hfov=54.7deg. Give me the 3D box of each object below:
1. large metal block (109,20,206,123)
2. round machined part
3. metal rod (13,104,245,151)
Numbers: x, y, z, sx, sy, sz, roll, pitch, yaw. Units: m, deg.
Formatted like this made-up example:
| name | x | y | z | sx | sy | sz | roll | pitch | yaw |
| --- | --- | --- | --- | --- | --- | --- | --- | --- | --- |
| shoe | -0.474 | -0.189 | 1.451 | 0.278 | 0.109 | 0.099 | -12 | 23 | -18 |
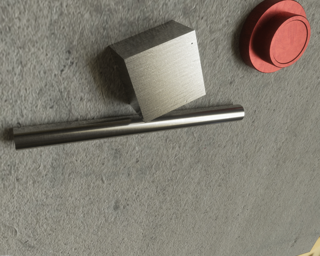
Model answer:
| name | x | y | z | sx | sy | sz | roll | pitch | yaw |
| --- | --- | --- | --- | --- | --- | --- | --- | --- | --- |
| large metal block | -0.001 | -0.065 | 0.351 | 0.080 | 0.050 | 0.080 | -26 | 128 | -13 |
| round machined part | 0.158 | -0.119 | 0.411 | 0.099 | 0.042 | 0.097 | -14 | 125 | -21 |
| metal rod | -0.019 | -0.005 | 0.394 | 0.303 | 0.025 | 0.025 | -7 | 122 | -25 |
